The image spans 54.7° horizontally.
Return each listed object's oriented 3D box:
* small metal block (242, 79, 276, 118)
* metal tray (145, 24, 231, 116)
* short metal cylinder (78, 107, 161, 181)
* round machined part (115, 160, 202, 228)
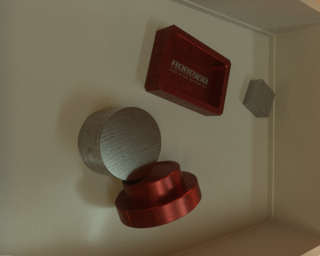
[{"bbox_3d":[0.180,-0.053,0.561,0.050,0.025,0.050,35,68,-35],"label":"small metal block"},{"bbox_3d":[0.045,-0.076,0.442,0.131,0.030,0.090,19,78,-39],"label":"metal tray"},{"bbox_3d":[-0.045,0.017,0.354,0.081,0.050,0.079,0,90,-40],"label":"short metal cylinder"},{"bbox_3d":[-0.005,0.070,0.357,0.099,0.098,0.042,-25,104,-38],"label":"round machined part"}]
